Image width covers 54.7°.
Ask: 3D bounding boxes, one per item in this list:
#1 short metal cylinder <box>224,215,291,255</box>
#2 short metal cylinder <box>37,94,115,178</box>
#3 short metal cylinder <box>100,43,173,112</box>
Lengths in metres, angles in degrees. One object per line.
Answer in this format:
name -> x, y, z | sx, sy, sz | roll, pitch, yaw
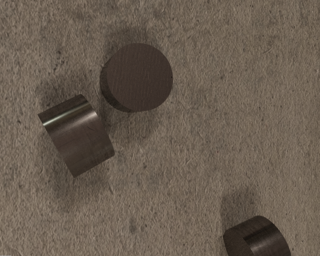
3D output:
short metal cylinder -> 0.134, 0.170, 0.431 | 0.050, 0.080, 0.080 | -18, 96, -19
short metal cylinder -> -0.093, 0.009, 0.346 | 0.050, 0.080, 0.080 | -30, 100, -18
short metal cylinder -> -0.030, -0.060, 0.385 | 0.081, 0.050, 0.079 | 0, 90, -20
